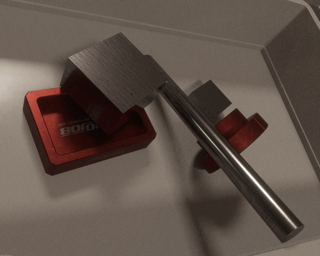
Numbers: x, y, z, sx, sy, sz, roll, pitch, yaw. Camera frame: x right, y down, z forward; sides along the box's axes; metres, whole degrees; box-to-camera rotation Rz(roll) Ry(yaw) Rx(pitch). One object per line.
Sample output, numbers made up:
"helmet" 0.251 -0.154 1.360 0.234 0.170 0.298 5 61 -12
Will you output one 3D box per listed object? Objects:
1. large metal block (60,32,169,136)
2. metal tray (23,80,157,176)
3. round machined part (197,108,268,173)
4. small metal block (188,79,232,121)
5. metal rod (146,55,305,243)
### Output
"large metal block" -0.052 -0.052 0.355 0.080 0.050 0.080 46 51 3
"metal tray" -0.079 -0.007 0.364 0.131 0.030 0.090 -15 70 -34
"round machined part" 0.087 0.011 0.400 0.042 0.097 0.099 50 51 6
"small metal block" 0.073 -0.039 0.471 0.050 0.025 0.050 49 51 6
"metal rod" 0.048 -0.002 0.364 0.025 0.025 0.300 -7 43 -32
